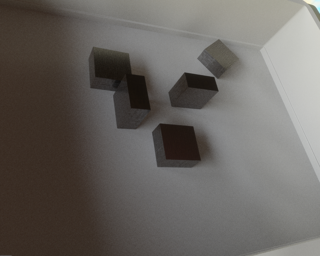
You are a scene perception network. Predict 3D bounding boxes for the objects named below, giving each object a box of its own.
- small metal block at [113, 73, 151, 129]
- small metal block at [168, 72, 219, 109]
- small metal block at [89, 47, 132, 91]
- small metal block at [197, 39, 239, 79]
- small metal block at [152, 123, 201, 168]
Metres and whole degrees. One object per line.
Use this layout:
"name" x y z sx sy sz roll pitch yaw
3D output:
"small metal block" -0.037 -0.032 0.391 0.025 0.050 0.050 3 60 -27
"small metal block" 0.048 -0.052 0.449 0.050 0.050 0.025 4 60 -27
"small metal block" -0.067 -0.078 0.418 0.050 0.025 0.050 5 60 -26
"small metal block" 0.101 -0.120 0.536 0.050 0.025 0.050 46 51 3
"small metal block" 0.021 0.024 0.404 0.050 0.025 0.050 5 60 -26
